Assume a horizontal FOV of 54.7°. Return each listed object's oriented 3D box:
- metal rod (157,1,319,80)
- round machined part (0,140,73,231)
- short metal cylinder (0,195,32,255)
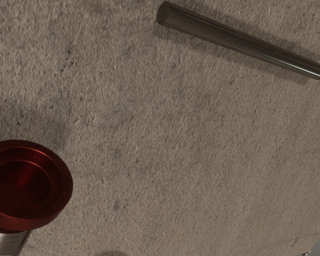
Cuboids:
[{"bbox_3d":[0.130,-0.106,0.414,0.302,0.025,0.025,8,114,-32],"label":"metal rod"},{"bbox_3d":[-0.146,0.062,0.323,0.099,0.098,0.042,16,128,-35],"label":"round machined part"},{"bbox_3d":[-0.181,0.103,0.336,0.080,0.080,0.050,20,108,-36],"label":"short metal cylinder"}]
